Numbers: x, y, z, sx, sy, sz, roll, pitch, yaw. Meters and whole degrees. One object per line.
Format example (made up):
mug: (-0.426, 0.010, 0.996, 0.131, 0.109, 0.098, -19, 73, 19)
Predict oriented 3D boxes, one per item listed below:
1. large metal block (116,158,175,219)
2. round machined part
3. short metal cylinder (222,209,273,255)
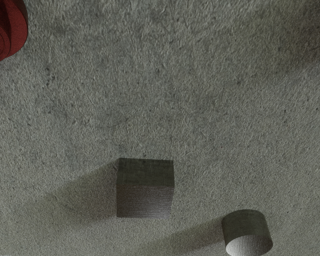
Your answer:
large metal block: (-0.023, 0.093, 0.470, 0.081, 0.050, 0.079, 3, 130, -3)
round machined part: (-0.177, -0.096, 0.290, 0.099, 0.042, 0.098, -11, 150, -6)
short metal cylinder: (0.155, 0.190, 0.556, 0.081, 0.050, 0.079, 0, 130, 0)
